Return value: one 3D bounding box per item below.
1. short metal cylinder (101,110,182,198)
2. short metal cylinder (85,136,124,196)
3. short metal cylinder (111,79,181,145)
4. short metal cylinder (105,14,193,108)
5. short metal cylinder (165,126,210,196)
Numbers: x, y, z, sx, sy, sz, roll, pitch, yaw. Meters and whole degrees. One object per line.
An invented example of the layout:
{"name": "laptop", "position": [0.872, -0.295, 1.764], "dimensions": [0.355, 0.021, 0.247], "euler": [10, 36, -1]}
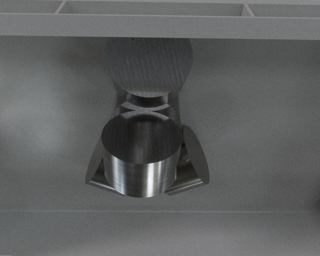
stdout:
{"name": "short metal cylinder", "position": [-0.019, 0.025, 0.326], "dimensions": [0.081, 0.080, 0.050], "euler": [2, 130, -2]}
{"name": "short metal cylinder", "position": [-0.058, 0.043, 0.406], "dimensions": [0.050, 0.080, 0.080], "euler": [23, 126, -18]}
{"name": "short metal cylinder", "position": [-0.016, -0.018, 0.373], "dimensions": [0.081, 0.050, 0.079], "euler": [0, 130, 0]}
{"name": "short metal cylinder", "position": [-0.011, -0.064, 0.308], "dimensions": [0.081, 0.080, 0.050], "euler": [3, 173, -3]}
{"name": "short metal cylinder", "position": [0.026, 0.043, 0.408], "dimensions": [0.050, 0.080, 0.080], "euler": [-22, 127, 18]}
